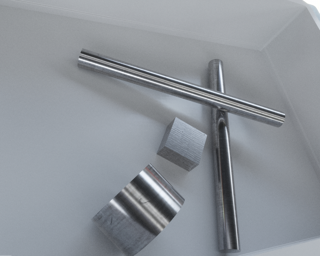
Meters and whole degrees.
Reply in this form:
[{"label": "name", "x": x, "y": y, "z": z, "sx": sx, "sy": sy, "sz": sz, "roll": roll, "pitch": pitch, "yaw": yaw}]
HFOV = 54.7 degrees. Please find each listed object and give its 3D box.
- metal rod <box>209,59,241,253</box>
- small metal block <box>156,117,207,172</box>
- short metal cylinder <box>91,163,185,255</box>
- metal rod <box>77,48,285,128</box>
[{"label": "metal rod", "x": 0.088, "y": 0.018, "z": 0.443, "sx": 0.025, "sy": 0.025, "sz": 0.300, "roll": 16, "pitch": 55, "yaw": -20}, {"label": "small metal block", "x": 0.030, "y": 0.022, "z": 0.410, "sx": 0.050, "sy": 0.025, "sz": 0.050, "roll": 30, "pitch": 52, "yaw": -10}, {"label": "short metal cylinder", "x": -0.022, "y": 0.081, "z": 0.311, "sx": 0.050, "sy": 0.080, "sz": 0.080, "roll": 46, "pitch": 51, "yaw": 3}, {"label": "metal rod", "x": 0.038, "y": -0.053, "z": 0.436, "sx": 0.302, "sy": 0.025, "sz": 0.025, "roll": 16, "pitch": 55, "yaw": -11}]
